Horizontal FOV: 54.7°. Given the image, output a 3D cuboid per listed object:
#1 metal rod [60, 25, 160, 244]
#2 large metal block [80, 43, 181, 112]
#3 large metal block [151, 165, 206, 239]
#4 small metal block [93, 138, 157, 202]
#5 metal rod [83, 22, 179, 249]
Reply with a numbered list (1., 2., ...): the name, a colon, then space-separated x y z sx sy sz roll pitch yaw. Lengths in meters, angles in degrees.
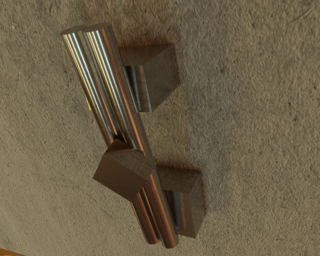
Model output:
1. metal rod: -0.043 0.033 0.357 0.025 0.025 0.298 3 127 27
2. large metal block: -0.032 -0.059 0.353 0.080 0.080 0.050 3 120 26
3. large metal block: 0.017 0.103 0.446 0.080 0.050 0.079 5 121 25
4. small metal block: -0.038 0.046 0.331 0.050 0.025 0.050 32 134 0
5. metal rod: -0.020 0.034 0.346 0.025 0.025 0.298 3 127 27
